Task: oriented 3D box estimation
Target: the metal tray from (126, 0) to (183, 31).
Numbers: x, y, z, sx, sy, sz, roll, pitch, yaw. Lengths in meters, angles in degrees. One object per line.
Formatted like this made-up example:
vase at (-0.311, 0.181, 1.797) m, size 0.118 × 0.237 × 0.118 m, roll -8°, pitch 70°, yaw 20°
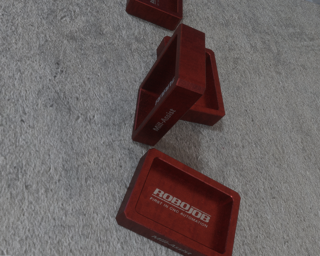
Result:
metal tray at (-0.007, -0.238, 0.541) m, size 0.091 × 0.030 × 0.130 m, roll 15°, pitch 55°, yaw -20°

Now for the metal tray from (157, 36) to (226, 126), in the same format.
metal tray at (0.044, -0.072, 0.467) m, size 0.091 × 0.030 × 0.130 m, roll 11°, pitch 57°, yaw -23°

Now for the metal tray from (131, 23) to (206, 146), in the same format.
metal tray at (0.007, -0.046, 0.368) m, size 0.030 × 0.129 × 0.090 m, roll 17°, pitch 55°, yaw -18°

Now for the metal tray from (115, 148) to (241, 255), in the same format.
metal tray at (0.026, 0.092, 0.358) m, size 0.131 × 0.030 × 0.090 m, roll 29°, pitch 52°, yaw -10°
